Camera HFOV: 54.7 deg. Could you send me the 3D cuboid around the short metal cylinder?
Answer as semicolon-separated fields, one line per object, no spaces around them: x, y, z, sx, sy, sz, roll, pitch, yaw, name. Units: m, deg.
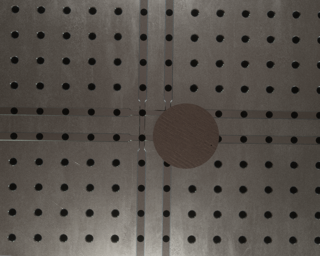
0.032;0.010;0.401;0.081;0.050;0.079;0;90;-1;short metal cylinder
